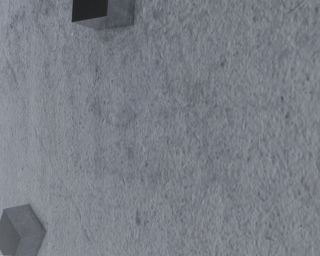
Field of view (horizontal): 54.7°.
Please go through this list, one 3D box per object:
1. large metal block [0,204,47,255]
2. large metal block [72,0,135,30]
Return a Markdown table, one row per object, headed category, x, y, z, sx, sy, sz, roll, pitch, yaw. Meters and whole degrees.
| category | x | y | z | sx | sy | sz | roll | pitch | yaw |
| --- | --- | --- | --- | --- | --- | --- | --- | --- | --- |
| large metal block | -0.278 | 0.212 | 0.614 | 0.080 | 0.050 | 0.079 | 39 | 114 | 32 |
| large metal block | -0.082 | -0.193 | 0.454 | 0.080 | 0.050 | 0.079 | 8 | 95 | 39 |
